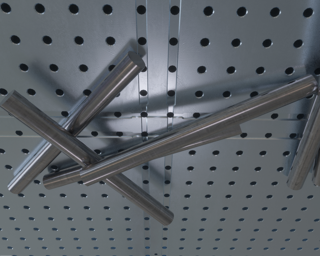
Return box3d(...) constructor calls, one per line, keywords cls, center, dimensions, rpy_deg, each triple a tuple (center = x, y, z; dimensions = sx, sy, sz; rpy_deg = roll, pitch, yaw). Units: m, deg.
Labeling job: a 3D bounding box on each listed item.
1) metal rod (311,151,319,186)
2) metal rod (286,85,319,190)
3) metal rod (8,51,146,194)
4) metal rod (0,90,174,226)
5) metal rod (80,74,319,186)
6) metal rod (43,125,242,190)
box3d(cls="metal rod", center=(0.218, -0.030, 0.387), dimensions=(0.025, 0.025, 0.299), rpy_deg=(-9, 130, 8))
box3d(cls="metal rod", center=(0.197, -0.015, 0.379), dimensions=(0.025, 0.025, 0.299), rpy_deg=(-4, 136, 3))
box3d(cls="metal rod", center=(-0.126, 0.008, 0.417), dimensions=(0.025, 0.025, 0.299), rpy_deg=(35, 122, -26))
box3d(cls="metal rod", center=(-0.079, 0.056, 0.424), dimensions=(0.025, 0.025, 0.300), rpy_deg=(-31, 124, 23))
box3d(cls="metal rod", center=(0.043, 0.005, 0.381), dimensions=(0.301, 0.025, 0.025), rpy_deg=(-23, 127, 5))
box3d(cls="metal rod", center=(-0.034, 0.040, 0.444), dimensions=(0.301, 0.025, 0.025), rpy_deg=(-18, 128, 14))
